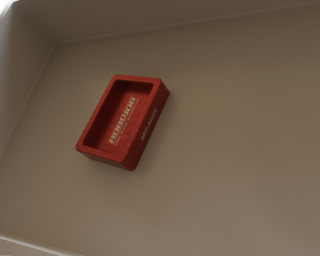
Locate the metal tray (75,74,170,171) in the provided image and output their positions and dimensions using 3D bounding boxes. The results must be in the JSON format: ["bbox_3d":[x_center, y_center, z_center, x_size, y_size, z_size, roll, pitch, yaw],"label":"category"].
[{"bbox_3d":[-0.052,-0.012,0.438,0.090,0.030,0.130,11,67,33],"label":"metal tray"}]
